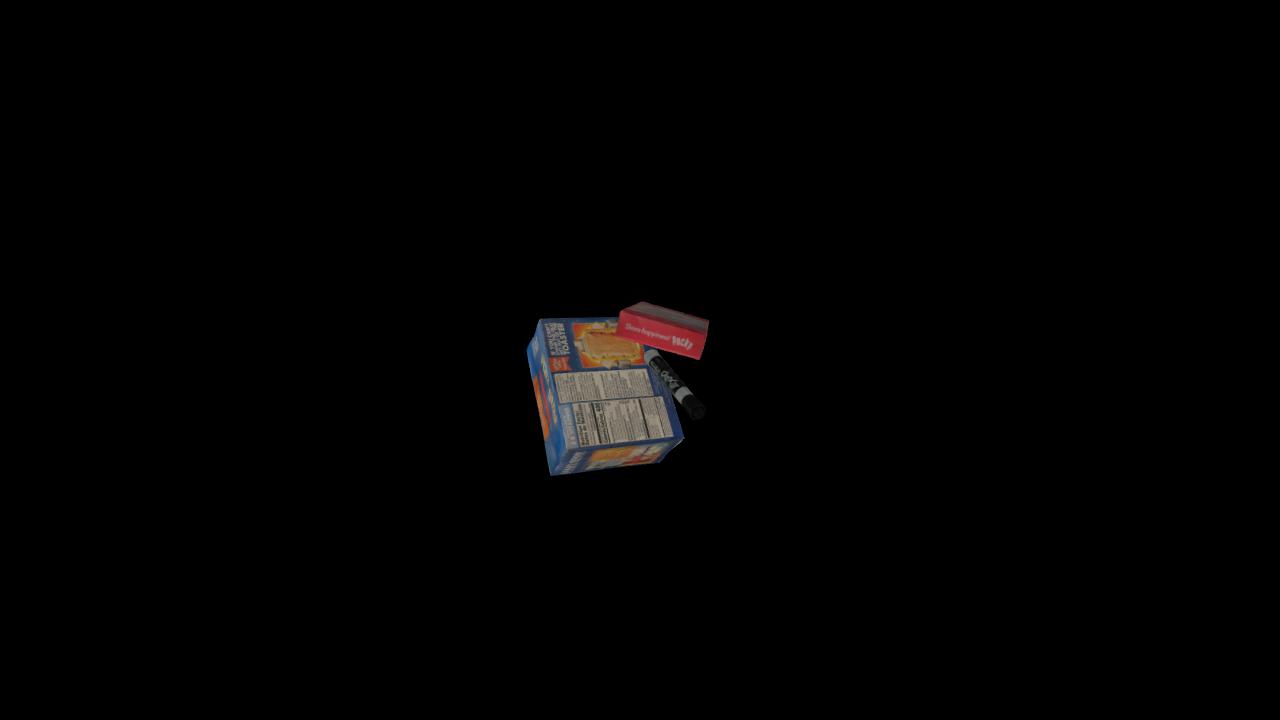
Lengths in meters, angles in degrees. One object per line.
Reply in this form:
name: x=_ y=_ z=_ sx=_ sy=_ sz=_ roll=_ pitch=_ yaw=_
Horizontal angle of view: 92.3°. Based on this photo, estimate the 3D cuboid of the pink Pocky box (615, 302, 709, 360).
pink Pocky box: x=0.028 y=-0.034 z=0.637 sx=0.084 sy=0.029 sz=0.155 roll=16 pitch=10 yaw=4

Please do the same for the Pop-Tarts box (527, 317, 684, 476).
Pop-Tarts box: x=-0.046 y=0.039 z=0.725 sx=0.141 sy=0.167 sz=0.083 roll=-3 pitch=-30 yaw=-25

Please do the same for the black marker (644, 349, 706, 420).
black marker: x=0.038 y=0.026 z=0.679 sx=0.020 sy=0.020 sz=0.121 roll=0 pitch=31 yaw=-29
